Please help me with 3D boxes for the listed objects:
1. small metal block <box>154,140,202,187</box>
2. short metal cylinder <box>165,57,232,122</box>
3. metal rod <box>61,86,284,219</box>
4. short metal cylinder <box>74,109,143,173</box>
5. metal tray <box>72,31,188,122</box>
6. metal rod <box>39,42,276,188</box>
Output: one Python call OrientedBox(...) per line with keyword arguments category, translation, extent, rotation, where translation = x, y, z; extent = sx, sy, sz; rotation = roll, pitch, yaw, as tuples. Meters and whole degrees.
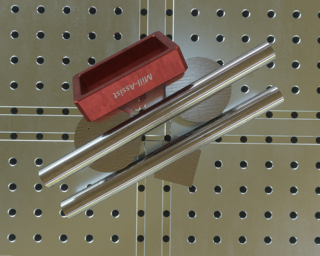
OrientedBox(category="small metal block", translation=(0.023, 0.046, 0.413), extent=(0.050, 0.025, 0.050), rotation=(15, 90, -1))
OrientedBox(category="short metal cylinder", translation=(0.047, -0.047, 0.402), extent=(0.081, 0.050, 0.079), rotation=(0, 90, -1))
OrientedBox(category="metal rod", translation=(0.016, 0.030, 0.387), extent=(0.301, 0.025, 0.025), rotation=(-29, 90, -1))
OrientedBox(category="short metal cylinder", translation=(-0.064, 0.014, 0.400), extent=(0.081, 0.050, 0.079), rotation=(0, 90, -1))
OrientedBox(category="metal tray", translation=(-0.041, -0.067, 0.379), extent=(0.130, 0.090, 0.030), rotation=(-29, 122, -1))
OrientedBox(category="metal rod", translation=(-0.003, -0.016, 0.362), extent=(0.301, 0.025, 0.025), rotation=(-30, 90, -1))
